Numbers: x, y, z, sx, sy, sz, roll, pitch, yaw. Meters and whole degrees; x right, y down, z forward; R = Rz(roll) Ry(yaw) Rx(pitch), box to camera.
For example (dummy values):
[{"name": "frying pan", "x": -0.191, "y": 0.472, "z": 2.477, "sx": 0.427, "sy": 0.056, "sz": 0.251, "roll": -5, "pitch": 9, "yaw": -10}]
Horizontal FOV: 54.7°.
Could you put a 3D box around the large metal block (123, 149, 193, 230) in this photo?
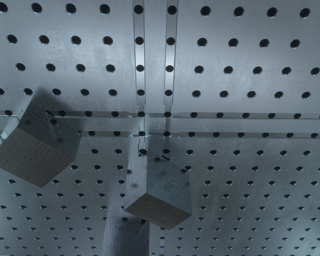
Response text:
[{"name": "large metal block", "x": -0.002, "y": 0.090, "z": 0.452, "sx": 0.080, "sy": 0.080, "sz": 0.050, "roll": 31, "pitch": 123, "yaw": -24}]

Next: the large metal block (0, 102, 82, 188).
[{"name": "large metal block", "x": -0.166, "y": 0.025, "z": 0.414, "sx": 0.080, "sy": 0.050, "sz": 0.080, "roll": 37, "pitch": 121, "yaw": -27}]

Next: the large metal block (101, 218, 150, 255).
[{"name": "large metal block", "x": -0.063, "y": 0.214, "z": 0.558, "sx": 0.081, "sy": 0.080, "sz": 0.050, "roll": 8, "pitch": 130, "yaw": -8}]
